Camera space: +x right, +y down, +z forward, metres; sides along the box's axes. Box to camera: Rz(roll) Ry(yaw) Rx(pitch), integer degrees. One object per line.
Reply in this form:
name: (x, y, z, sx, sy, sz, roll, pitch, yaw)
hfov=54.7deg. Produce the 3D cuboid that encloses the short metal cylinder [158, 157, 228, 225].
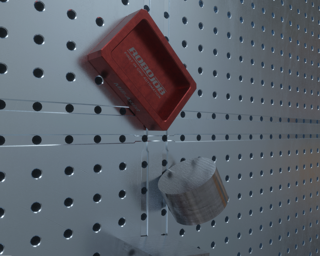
short metal cylinder: (0.044, 0.082, 0.413, 0.080, 0.080, 0.050, -37, 113, -34)

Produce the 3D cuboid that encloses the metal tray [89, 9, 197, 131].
metal tray: (-0.016, -0.070, 0.394, 0.130, 0.030, 0.090, 51, 60, -28)

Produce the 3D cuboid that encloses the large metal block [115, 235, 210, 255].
large metal block: (0.000, 0.168, 0.376, 0.081, 0.080, 0.050, 13, 82, -40)
